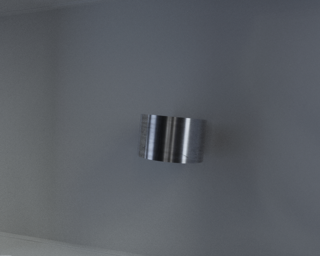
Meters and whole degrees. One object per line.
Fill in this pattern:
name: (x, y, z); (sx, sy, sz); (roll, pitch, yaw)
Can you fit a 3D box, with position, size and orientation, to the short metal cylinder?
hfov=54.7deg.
short metal cylinder: (0.015, 0.011, 0.375); (0.080, 0.080, 0.050); (6, 92, 19)
